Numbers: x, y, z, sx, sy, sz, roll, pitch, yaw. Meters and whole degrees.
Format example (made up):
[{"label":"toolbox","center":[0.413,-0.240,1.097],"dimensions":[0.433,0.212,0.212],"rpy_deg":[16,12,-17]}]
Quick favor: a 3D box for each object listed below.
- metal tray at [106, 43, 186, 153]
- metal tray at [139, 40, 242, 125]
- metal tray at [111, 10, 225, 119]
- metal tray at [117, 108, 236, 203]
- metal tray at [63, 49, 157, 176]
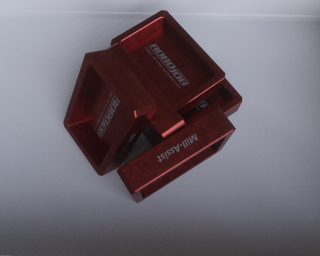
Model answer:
[{"label":"metal tray","center":[-0.023,-0.031,0.384],"dimensions":[0.030,0.090,0.130],"rpy_deg":[-35,74,-12]},{"label":"metal tray","center":[0.037,-0.058,0.428],"dimensions":[0.090,0.030,0.130],"rpy_deg":[-33,73,-10]},{"label":"metal tray","center":[0.009,-0.083,0.404],"dimensions":[0.090,0.030,0.130],"rpy_deg":[-35,73,-12]},{"label":"metal tray","center":[0.018,0.036,0.361],"dimensions":[0.131,0.090,0.030],"rpy_deg":[-31,73,-11]},{"label":"metal tray","center":[-0.064,-0.014,0.358],"dimensions":[0.030,0.129,0.090],"rpy_deg":[-25,69,-41]}]
